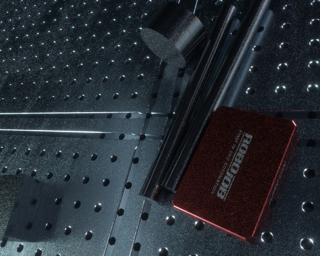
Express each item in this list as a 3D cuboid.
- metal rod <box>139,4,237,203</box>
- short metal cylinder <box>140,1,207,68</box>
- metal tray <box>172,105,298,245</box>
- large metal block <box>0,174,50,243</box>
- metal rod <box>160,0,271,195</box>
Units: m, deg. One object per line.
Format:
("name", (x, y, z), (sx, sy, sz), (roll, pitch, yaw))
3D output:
("metal rod", (0.044, -0.046, 0.411), (0.025, 0.025, 0.300), (11, 67, 32))
("short metal cylinder", (0.019, -0.131, 0.442), (0.080, 0.080, 0.050), (31, 79, 37))
("metal tray", (0.082, 0.044, 0.334), (0.090, 0.030, 0.130), (17, 70, 34))
("large metal block", (-0.212, 0.112, 0.432), (0.080, 0.050, 0.080), (-7, 59, 24))
("metal rod", (0.079, -0.056, 0.396), (0.025, 0.025, 0.300), (16, 68, 34))
